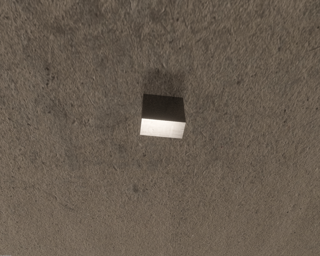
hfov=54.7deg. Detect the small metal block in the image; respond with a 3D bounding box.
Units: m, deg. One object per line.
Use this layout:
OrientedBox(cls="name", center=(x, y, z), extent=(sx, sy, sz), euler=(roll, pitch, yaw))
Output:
OrientedBox(cls="small metal block", center=(0.003, -0.015, 0.378), extent=(0.050, 0.050, 0.025), euler=(5, 130, -5))
